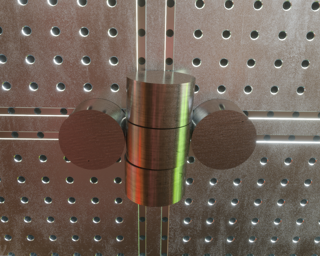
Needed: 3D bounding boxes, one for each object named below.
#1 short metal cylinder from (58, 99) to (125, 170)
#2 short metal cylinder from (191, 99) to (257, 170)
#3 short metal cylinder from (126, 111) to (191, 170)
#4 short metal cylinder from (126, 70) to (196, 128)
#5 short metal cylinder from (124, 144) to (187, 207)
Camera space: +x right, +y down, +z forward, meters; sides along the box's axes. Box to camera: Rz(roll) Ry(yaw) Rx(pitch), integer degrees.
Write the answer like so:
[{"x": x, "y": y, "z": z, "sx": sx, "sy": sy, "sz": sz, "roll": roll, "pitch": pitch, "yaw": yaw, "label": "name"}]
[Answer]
[{"x": -0.083, "y": 0.007, "z": 0.401, "sx": 0.081, "sy": 0.050, "sz": 0.079, "roll": 0, "pitch": 110, "yaw": -1, "label": "short metal cylinder"}, {"x": 0.079, "y": 0.007, "z": 0.403, "sx": 0.081, "sy": 0.050, "sz": 0.079, "roll": 0, "pitch": 110, "yaw": -1, "label": "short metal cylinder"}, {"x": -0.002, "y": 0.011, "z": 0.388, "sx": 0.081, "sy": 0.080, "sz": 0.050, "roll": 2, "pitch": 110, "yaw": -1, "label": "short metal cylinder"}, {"x": 0.000, "y": -0.037, "z": 0.370, "sx": 0.081, "sy": 0.080, "sz": 0.050, "roll": 2, "pitch": 110, "yaw": -1, "label": "short metal cylinder"}, {"x": -0.006, "y": 0.059, "z": 0.405, "sx": 0.081, "sy": 0.080, "sz": 0.050, "roll": 1, "pitch": 110, "yaw": -1, "label": "short metal cylinder"}]
